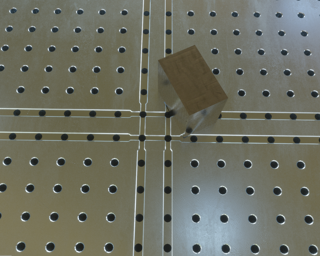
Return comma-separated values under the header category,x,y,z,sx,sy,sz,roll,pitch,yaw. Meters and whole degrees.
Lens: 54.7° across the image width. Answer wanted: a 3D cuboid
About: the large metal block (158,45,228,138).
category,x,y,z,sx,sy,sz,roll,pitch,yaw
large metal block,0.038,-0.044,0.399,0.050,0.080,0.080,-25,72,-9
